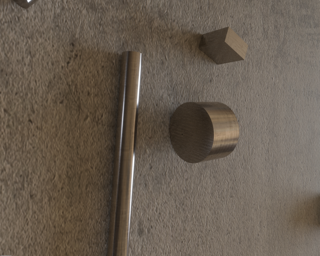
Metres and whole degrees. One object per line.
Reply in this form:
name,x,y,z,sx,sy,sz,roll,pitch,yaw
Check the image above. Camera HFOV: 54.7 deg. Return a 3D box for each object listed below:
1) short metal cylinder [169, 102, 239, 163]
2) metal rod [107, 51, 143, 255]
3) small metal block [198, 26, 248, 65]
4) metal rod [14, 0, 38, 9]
short metal cylinder,0.058,0.005,0.418,0.050,0.080,0.079,-5,93,-40
metal rod,-0.043,0.059,0.368,0.025,0.025,0.298,6,86,-40
small metal block,0.095,-0.123,0.468,0.050,0.050,0.025,28,73,-37
metal rod,-0.055,-0.233,0.357,0.025,0.025,0.301,51,60,-28
